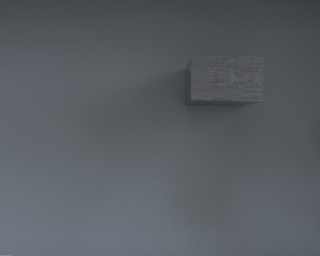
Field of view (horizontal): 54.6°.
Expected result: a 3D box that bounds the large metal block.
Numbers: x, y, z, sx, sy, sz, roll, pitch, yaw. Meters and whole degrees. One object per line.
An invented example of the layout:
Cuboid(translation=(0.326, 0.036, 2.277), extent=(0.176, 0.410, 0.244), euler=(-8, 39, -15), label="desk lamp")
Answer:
Cuboid(translation=(0.075, -0.055, 0.384), extent=(0.080, 0.080, 0.050), euler=(1, 90, 0), label="large metal block")
